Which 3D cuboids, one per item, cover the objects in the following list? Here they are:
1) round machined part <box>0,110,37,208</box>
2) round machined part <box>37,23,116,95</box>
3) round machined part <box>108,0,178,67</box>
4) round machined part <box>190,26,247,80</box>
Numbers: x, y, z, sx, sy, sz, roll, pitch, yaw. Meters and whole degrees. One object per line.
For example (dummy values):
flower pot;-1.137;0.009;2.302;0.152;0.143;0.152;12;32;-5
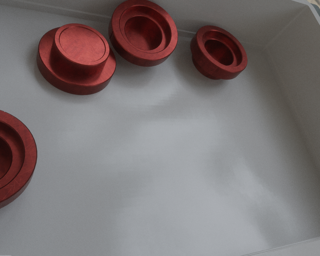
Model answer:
round machined part;-0.168;0.032;0.285;0.099;0.042;0.098;14;56;-21
round machined part;-0.103;-0.094;0.397;0.099;0.042;0.098;14;56;-21
round machined part;-0.027;-0.133;0.452;0.099;0.042;0.098;7;72;-20
round machined part;0.093;-0.120;0.518;0.099;0.042;0.098;14;56;-21
